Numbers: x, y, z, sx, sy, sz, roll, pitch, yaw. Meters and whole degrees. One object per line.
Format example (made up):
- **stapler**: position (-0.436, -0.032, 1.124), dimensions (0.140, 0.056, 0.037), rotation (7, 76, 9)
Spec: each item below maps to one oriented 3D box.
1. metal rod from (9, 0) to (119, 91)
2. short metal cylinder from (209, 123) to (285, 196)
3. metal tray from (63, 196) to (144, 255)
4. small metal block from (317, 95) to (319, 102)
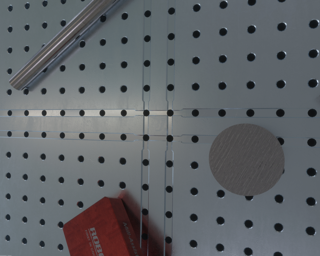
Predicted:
- **metal rod**: position (-0.113, -0.155, 0.452), dimensions (0.300, 0.025, 0.025), rotation (-36, 79, 16)
- **short metal cylinder**: position (0.102, 0.035, 0.363), dimensions (0.080, 0.050, 0.080), rotation (0, 90, 20)
- **metal tray**: position (-0.073, 0.170, 0.416), dimensions (0.090, 0.030, 0.130), rotation (-36, 62, 16)
- **small metal block**: position (0.211, -0.030, 0.338), dimensions (0.050, 0.025, 0.050), rotation (-38, 78, 16)
